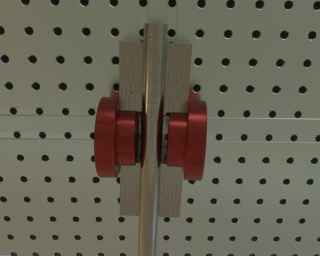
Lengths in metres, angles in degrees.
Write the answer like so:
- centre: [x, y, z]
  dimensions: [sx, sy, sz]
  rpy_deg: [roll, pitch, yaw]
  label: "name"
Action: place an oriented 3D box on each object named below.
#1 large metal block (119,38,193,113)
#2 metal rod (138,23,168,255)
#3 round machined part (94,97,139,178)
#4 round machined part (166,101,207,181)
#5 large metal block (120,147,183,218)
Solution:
- centre: [-0.006, -0.065, 0.376]
  dimensions: [0.081, 0.050, 0.079]
  rpy_deg: [2, 110, -1]
  label: "large metal block"
- centre: [-0.011, 0.032, 0.371]
  dimensions: [0.025, 0.025, 0.298]
  rpy_deg: [2, 110, -1]
  label: "metal rod"
- centre: [-0.049, 0.011, 0.377]
  dimensions: [0.042, 0.098, 0.097]
  rpy_deg: [2, 110, -1]
  label: "round machined part"
- centre: [0.031, 0.014, 0.380]
  dimensions: [0.042, 0.098, 0.097]
  rpy_deg: [3, 110, 4]
  label: "round machined part"
- centre: [-0.012, 0.073, 0.426]
  dimensions: [0.081, 0.050, 0.079]
  rpy_deg: [3, 110, -1]
  label: "large metal block"
